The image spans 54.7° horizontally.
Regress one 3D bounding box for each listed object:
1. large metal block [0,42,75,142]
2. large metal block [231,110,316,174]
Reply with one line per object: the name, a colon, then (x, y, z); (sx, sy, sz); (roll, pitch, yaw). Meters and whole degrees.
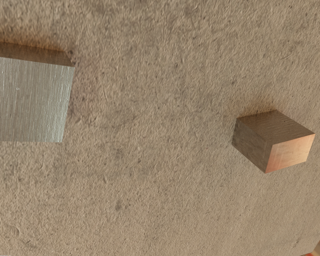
large metal block: (-0.134, -0.034, 0.296); (0.081, 0.050, 0.079); (3, 117, -30)
large metal block: (0.170, 0.018, 0.475); (0.081, 0.080, 0.050); (-11, 123, -22)
